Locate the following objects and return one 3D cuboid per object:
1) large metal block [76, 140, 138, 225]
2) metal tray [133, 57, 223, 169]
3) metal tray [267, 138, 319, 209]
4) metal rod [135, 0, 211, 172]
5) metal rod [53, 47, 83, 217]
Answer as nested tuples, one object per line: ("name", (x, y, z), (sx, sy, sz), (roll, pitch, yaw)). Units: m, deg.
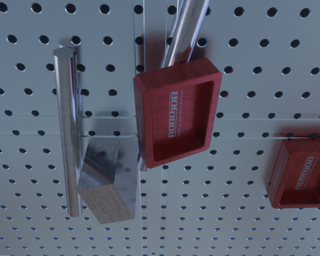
("large metal block", (-0.070, 0.077, 0.440), (0.050, 0.080, 0.080), (-12, 129, 10))
("metal tray", (0.019, -0.013, 0.368), (0.091, 0.030, 0.129), (-17, 139, -15))
("metal tray", (0.224, 0.072, 0.473), (0.091, 0.030, 0.129), (-2, 130, 1))
("metal rod", (0.013, -0.055, 0.364), (0.025, 0.025, 0.298), (11, 129, -10))
("metal rod", (-0.125, 0.030, 0.435), (0.025, 0.025, 0.298), (6, 130, -5))
